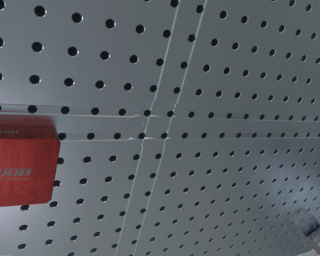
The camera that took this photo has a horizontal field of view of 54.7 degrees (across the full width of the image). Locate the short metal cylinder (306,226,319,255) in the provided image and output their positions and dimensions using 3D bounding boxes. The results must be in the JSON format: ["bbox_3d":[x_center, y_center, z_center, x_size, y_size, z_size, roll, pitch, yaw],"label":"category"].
[{"bbox_3d":[0.424,0.296,0.790,0.050,0.080,0.080,-37,129,-4],"label":"short metal cylinder"}]

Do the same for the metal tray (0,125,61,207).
[{"bbox_3d":[-0.183,0.042,0.334,0.131,0.030,0.089,3,117,-30],"label":"metal tray"}]
